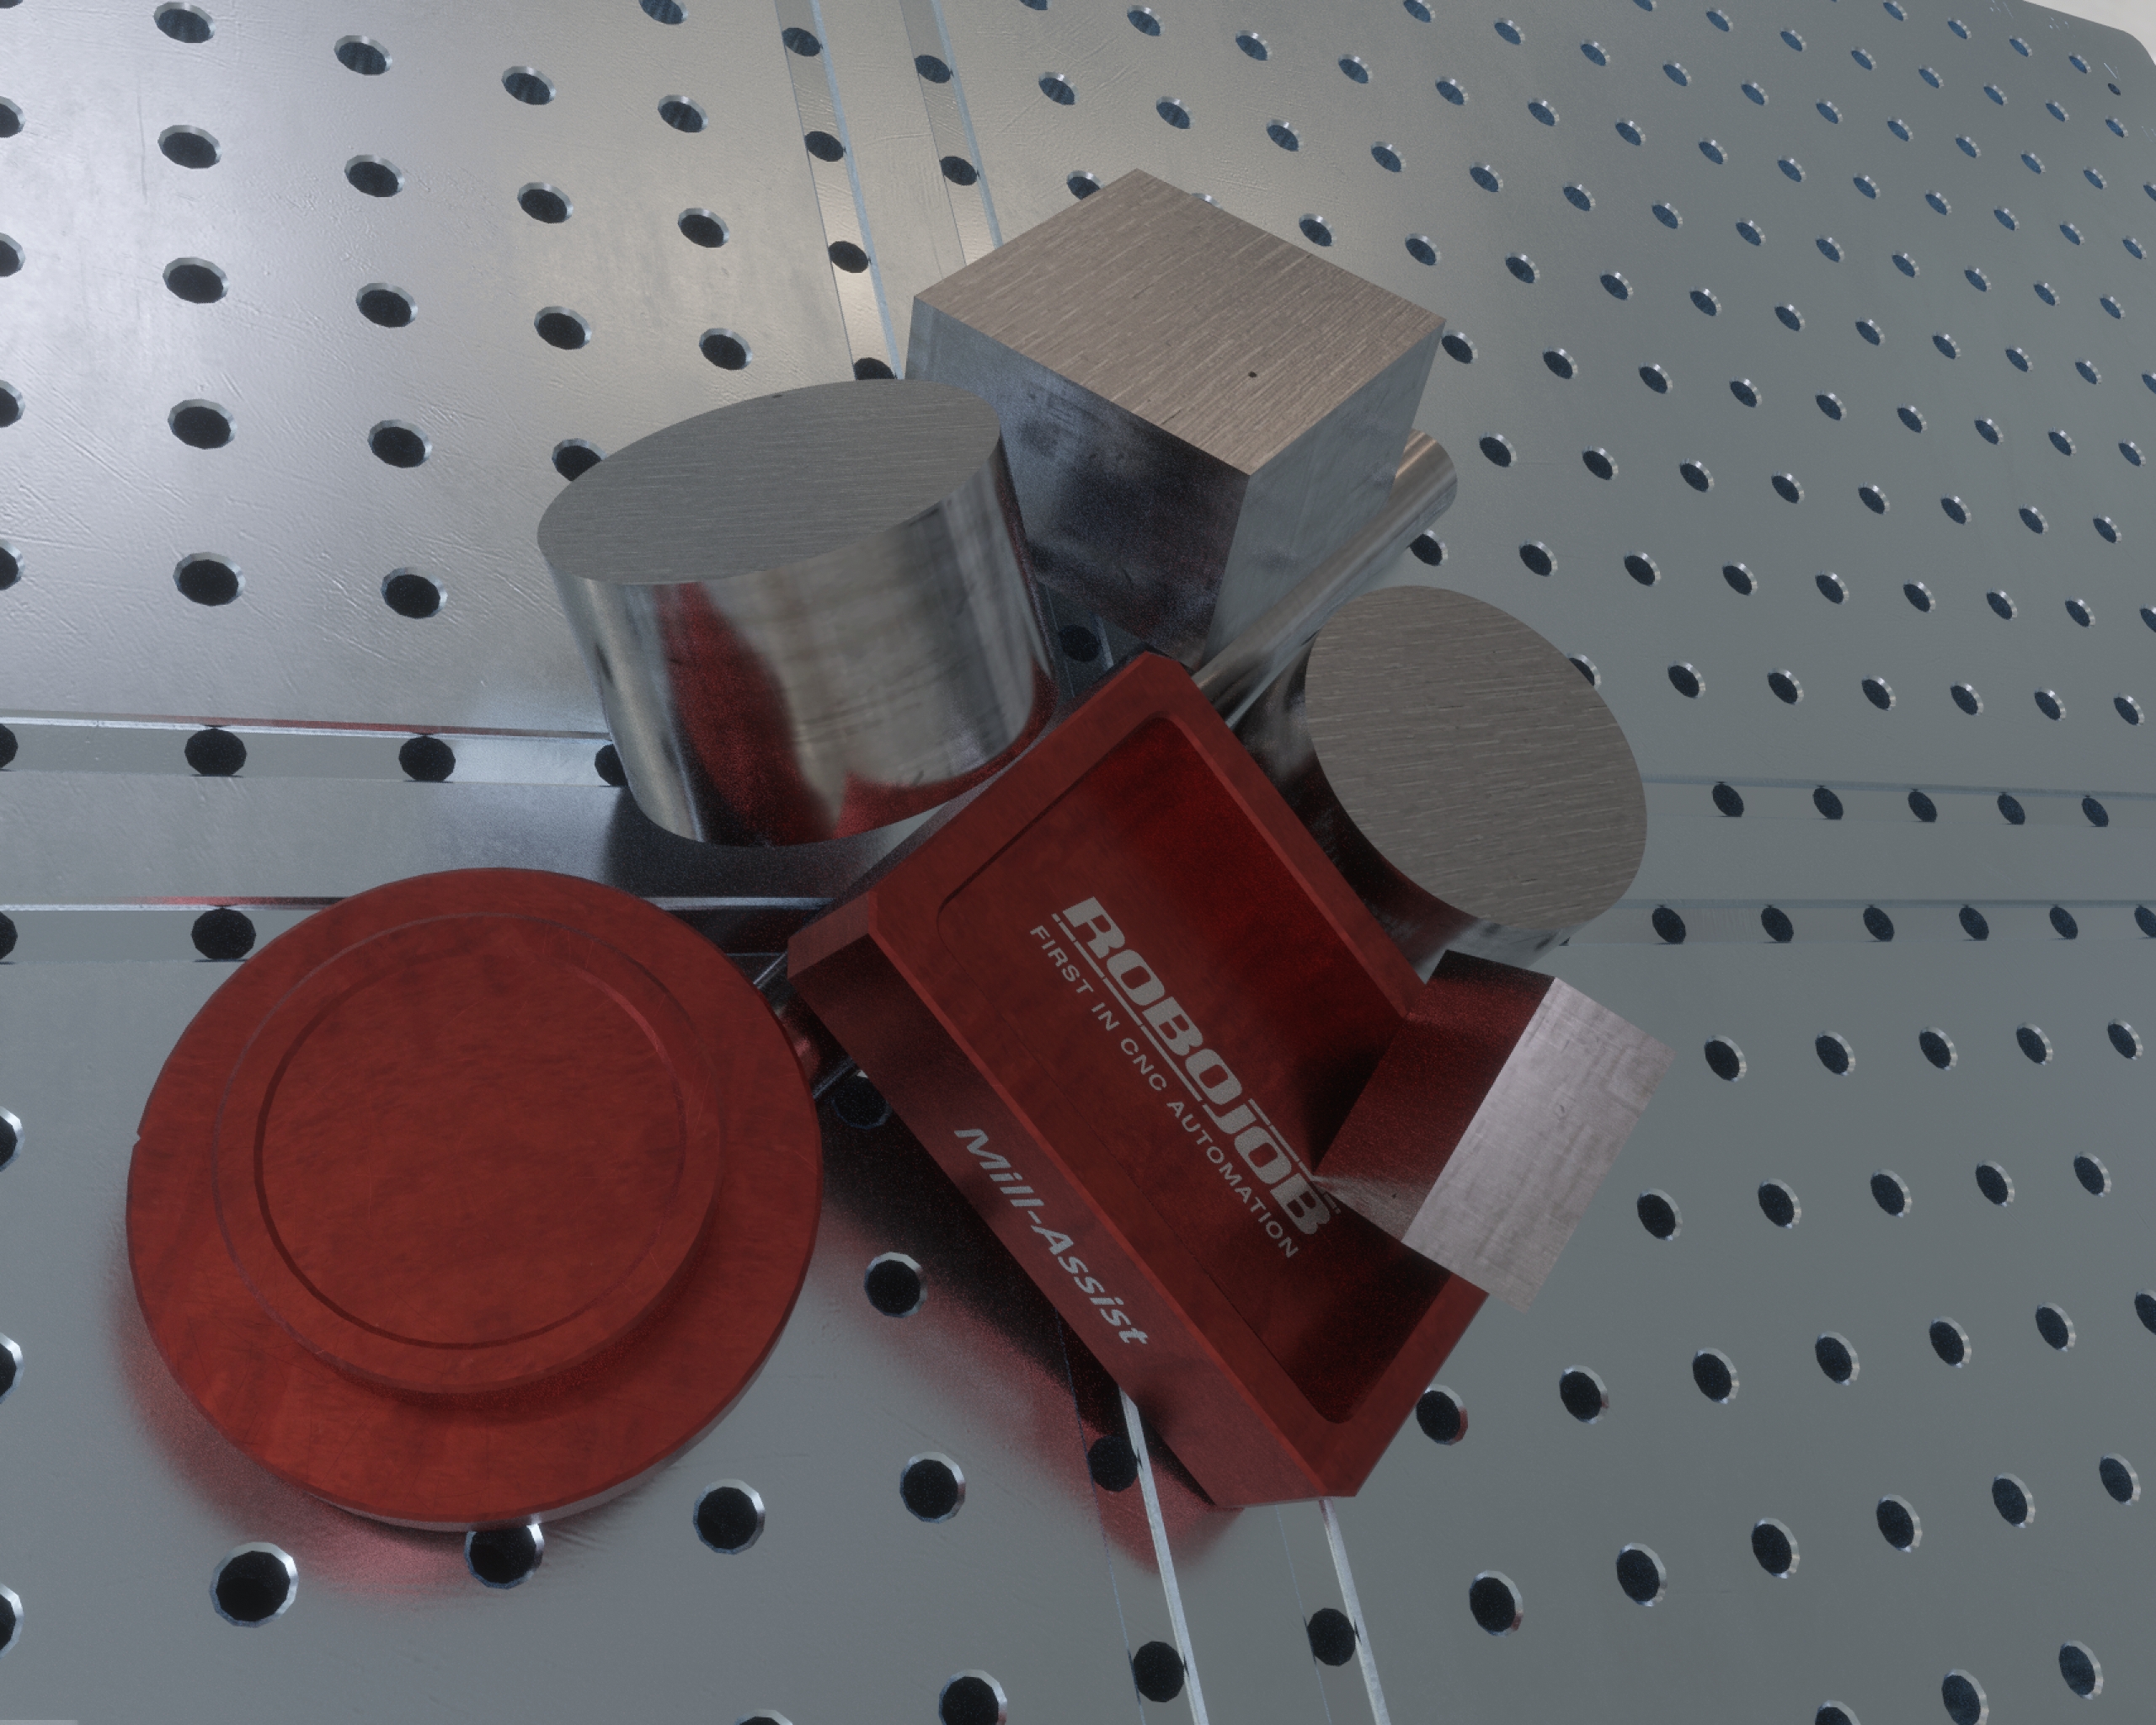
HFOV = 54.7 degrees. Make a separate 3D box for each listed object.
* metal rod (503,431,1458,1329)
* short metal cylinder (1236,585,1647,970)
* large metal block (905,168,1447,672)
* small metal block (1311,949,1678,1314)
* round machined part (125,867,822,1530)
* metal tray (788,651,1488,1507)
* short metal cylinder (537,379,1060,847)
[{"bbox_3d":[-0.004,-0.013,0.416,0.025,0.025,0.302,44,52,2],"label":"metal rod"},{"bbox_3d":[0.070,-0.011,0.435,0.081,0.050,0.080,14,56,-21],"label":"short metal cylinder"},{"bbox_3d":[0.019,-0.097,0.446,0.080,0.050,0.080,32,49,18],"label":"large metal block"},{"bbox_3d":[0.071,0.045,0.365,0.025,0.050,0.050,32,87,-11],"label":"small metal block"},{"bbox_3d":[-0.087,0.046,0.306,0.099,0.042,0.098,4,68,-10],"label":"round machined part"},{"bbox_3d":[0.021,0.038,0.375,0.130,0.030,0.090,52,51,-7],"label":"metal tray"},{"bbox_3d":[-0.048,-0.046,0.368,0.080,0.050,0.080,-9,33,6],"label":"short metal cylinder"}]
